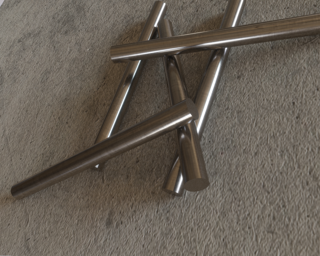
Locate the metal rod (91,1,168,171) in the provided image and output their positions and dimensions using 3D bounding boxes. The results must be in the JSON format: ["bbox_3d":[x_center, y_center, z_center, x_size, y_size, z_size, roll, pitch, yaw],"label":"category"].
[{"bbox_3d":[-0.045,-0.077,0.474,0.025,0.025,0.300,5,64,30],"label":"metal rod"}]

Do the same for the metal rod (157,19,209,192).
[{"bbox_3d":[0.022,-0.055,0.402,0.025,0.025,0.300,-22,46,15],"label":"metal rod"}]

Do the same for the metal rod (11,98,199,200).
[{"bbox_3d":[-0.087,0.037,0.390,0.300,0.025,0.025,-25,52,27],"label":"metal rod"}]

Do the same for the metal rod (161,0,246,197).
[{"bbox_3d":[0.064,-0.057,0.405,0.025,0.025,0.300,8,65,31],"label":"metal rod"}]

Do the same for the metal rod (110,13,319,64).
[{"bbox_3d":[0.080,-0.116,0.400,0.301,0.025,0.025,-5,59,14],"label":"metal rod"}]
